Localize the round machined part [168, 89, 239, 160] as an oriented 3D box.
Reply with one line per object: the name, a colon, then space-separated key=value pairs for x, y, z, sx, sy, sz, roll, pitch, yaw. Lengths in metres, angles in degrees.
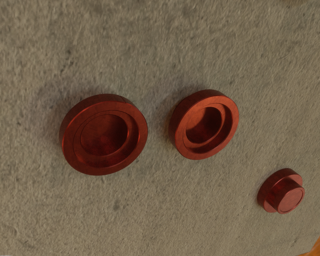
round machined part: x=0.055 y=-0.008 z=0.423 sx=0.099 sy=0.042 sz=0.097 roll=-14 pitch=125 yaw=-21

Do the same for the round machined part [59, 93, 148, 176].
round machined part: x=-0.067 y=0.004 z=0.363 sx=0.099 sy=0.042 sz=0.097 roll=-14 pitch=125 yaw=-21

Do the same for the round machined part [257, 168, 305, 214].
round machined part: x=0.247 y=0.132 z=0.616 sx=0.099 sy=0.042 sz=0.097 roll=-14 pitch=125 yaw=-21
